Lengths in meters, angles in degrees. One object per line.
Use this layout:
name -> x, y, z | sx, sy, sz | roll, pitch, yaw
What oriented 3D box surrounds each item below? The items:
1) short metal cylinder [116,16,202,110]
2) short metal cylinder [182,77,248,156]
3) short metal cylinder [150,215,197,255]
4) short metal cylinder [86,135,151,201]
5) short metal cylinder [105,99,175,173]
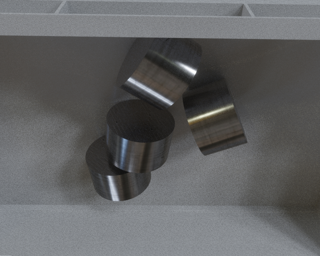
short metal cylinder -> -0.002, -0.065, 0.317 | 0.050, 0.080, 0.080 | 28, 125, -22
short metal cylinder -> 0.065, -0.013, 0.362 | 0.050, 0.080, 0.080 | -19, 128, 15
short metal cylinder -> 0.022, 0.204, 0.549 | 0.081, 0.080, 0.050 | 1, 130, -1
short metal cylinder -> -0.054, 0.050, 0.415 | 0.080, 0.080, 0.050 | -3, 130, 2
short metal cylinder -> -0.026, 0.009, 0.380 | 0.081, 0.080, 0.050 | 6, 130, -5
